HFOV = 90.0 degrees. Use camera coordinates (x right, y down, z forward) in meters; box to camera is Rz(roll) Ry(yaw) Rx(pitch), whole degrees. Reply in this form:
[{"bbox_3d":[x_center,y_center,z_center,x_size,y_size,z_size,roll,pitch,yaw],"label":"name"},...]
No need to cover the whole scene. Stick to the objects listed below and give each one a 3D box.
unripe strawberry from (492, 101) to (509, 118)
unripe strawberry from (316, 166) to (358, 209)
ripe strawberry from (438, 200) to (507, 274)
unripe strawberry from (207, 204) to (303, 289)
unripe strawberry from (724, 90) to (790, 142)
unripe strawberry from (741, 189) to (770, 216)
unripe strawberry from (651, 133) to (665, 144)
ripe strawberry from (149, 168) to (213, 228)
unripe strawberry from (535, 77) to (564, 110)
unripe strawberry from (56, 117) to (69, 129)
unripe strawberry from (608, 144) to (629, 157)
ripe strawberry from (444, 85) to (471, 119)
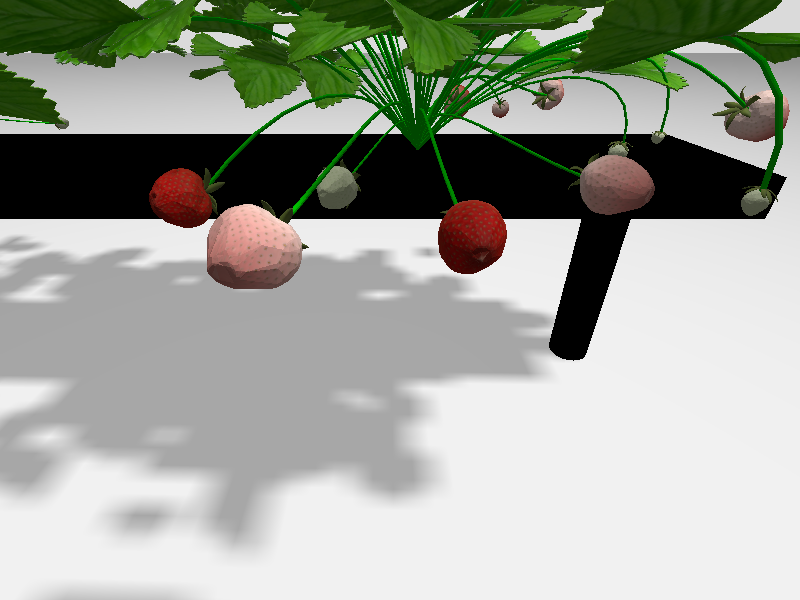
[{"bbox_3d":[0.116,-0.220,0.463,0.019,0.017,0.019,19,-9,27],"label":"unripe strawberry"},{"bbox_3d":[-0.035,-0.058,0.212,0.022,0.023,0.023,11,35,16],"label":"unripe strawberry"},{"bbox_3d":[0.028,-0.022,0.153,0.027,0.028,0.029,-2,34,-3],"label":"ripe strawberry"},{"bbox_3d":[-0.053,-0.017,0.140,0.033,0.028,0.033,9,35,14],"label":"unripe strawberry"},{"bbox_3d":[0.311,-0.157,0.346,0.046,0.039,0.045,16,30,-16],"label":"unripe strawberry"},{"bbox_3d":[0.151,-0.041,0.170,0.011,0.011,0.010,-22,39,-30],"label":"unripe strawberry"},{"bbox_3d":[0.224,-0.141,0.348,0.010,0.010,0.009,-3,33,-4],"label":"unripe strawberry"},{"bbox_3d":[-0.104,-0.047,0.188,0.024,0.027,0.026,21,39,29],"label":"ripe strawberry"},{"bbox_3d":[0.192,-0.261,0.507,0.033,0.038,0.036,24,39,32],"label":"unripe strawberry"},{"bbox_3d":[-0.345,-0.181,0.410,0.011,0.011,0.011,28,42,36],"label":"unripe strawberry"},{"bbox_3d":[0.152,-0.102,0.280,0.012,0.015,0.015,13,35,19],"label":"unripe strawberry"},{"bbox_3d":[0.066,-0.223,0.451,0.030,0.034,0.033,10,34,16],"label":"ripe strawberry"}]
